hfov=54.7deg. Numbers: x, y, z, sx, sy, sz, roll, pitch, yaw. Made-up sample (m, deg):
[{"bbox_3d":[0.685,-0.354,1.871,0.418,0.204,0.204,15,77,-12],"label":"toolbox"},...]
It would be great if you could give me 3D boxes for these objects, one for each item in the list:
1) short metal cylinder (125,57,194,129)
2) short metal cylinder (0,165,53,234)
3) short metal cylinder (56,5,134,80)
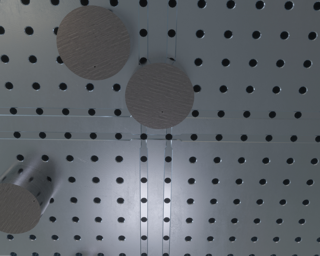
[{"bbox_3d":[0.000,-0.044,0.384,0.081,0.050,0.079,0,110,0],"label":"short metal cylinder"},{"bbox_3d":[-0.199,0.100,0.435,0.081,0.050,0.079,0,110,0],"label":"short metal cylinder"},{"bbox_3d":[-0.073,-0.100,0.362,0.081,0.050,0.079,0,110,0],"label":"short metal cylinder"}]
